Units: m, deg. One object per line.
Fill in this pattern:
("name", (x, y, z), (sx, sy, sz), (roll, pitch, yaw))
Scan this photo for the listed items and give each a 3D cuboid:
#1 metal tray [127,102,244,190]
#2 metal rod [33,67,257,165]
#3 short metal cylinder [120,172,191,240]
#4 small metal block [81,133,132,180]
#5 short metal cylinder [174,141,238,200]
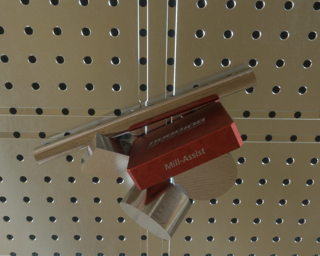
("metal tray", (0.027, 0.018, 0.382), (0.130, 0.090, 0.030), (-25, 108, 9))
("metal rod", (-0.024, -0.013, 0.404), (0.301, 0.025, 0.025), (-20, 109, 7))
("short metal cylinder", (-0.006, 0.103, 0.411), (0.080, 0.080, 0.050), (45, 63, -15))
("small metal block", (-0.071, 0.039, 0.410), (0.050, 0.025, 0.050), (18, 126, -27))
("short metal cylinder", (0.056, 0.048, 0.409), (0.081, 0.050, 0.079), (-2, 119, -4))
